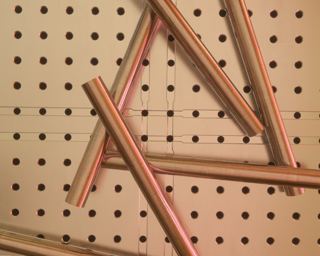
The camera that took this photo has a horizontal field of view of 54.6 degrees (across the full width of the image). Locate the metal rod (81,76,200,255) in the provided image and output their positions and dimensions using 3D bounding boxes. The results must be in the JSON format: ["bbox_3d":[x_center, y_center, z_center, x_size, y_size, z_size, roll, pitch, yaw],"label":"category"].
[{"bbox_3d":[-0.011,0.075,0.387,0.025,0.025,0.299,-28,101,0],"label":"metal rod"}]

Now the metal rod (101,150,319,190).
[{"bbox_3d":[0.067,0.053,0.398,0.301,0.025,0.025,5,90,6],"label":"metal rod"}]

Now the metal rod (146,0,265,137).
[{"bbox_3d":[0.036,-0.111,0.394,0.025,0.025,0.300,-39,98,0],"label":"metal rod"}]

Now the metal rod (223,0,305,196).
[{"bbox_3d":[0.135,-0.056,0.414,0.025,0.025,0.299,-18,90,0],"label":"metal rod"}]

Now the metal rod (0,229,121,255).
[{"bbox_3d":[-0.121,0.169,0.412,0.301,0.025,0.025,13,90,0],"label":"metal rod"}]

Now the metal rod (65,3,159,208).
[{"bbox_3d":[-0.051,-0.046,0.397,0.025,0.025,0.299,21,84,0],"label":"metal rod"}]
